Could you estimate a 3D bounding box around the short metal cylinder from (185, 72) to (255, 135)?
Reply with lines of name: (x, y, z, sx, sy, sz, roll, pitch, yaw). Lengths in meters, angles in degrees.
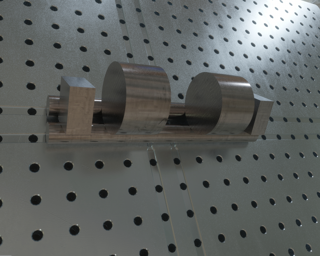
short metal cylinder: (0.075, -0.031, 0.404, 0.050, 0.080, 0.080, 1, 62, -28)

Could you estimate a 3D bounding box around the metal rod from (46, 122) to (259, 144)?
metal rod: (0.010, 0.007, 0.409, 0.303, 0.025, 0.025, 1, 62, -28)

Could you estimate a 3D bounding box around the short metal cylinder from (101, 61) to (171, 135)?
short metal cylinder: (-0.029, -0.032, 0.348, 0.050, 0.080, 0.080, 1, 62, -28)

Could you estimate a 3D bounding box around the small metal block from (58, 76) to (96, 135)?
small metal block: (-0.090, -0.025, 0.330, 0.025, 0.050, 0.050, 1, 20, -28)

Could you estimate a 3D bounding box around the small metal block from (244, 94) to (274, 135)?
small metal block: (0.130, -0.022, 0.446, 0.025, 0.050, 0.050, 0, 21, -28)

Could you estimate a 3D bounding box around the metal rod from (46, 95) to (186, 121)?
metal rod: (0.005, -0.023, 0.425, 0.303, 0.025, 0.025, 1, 62, -28)
